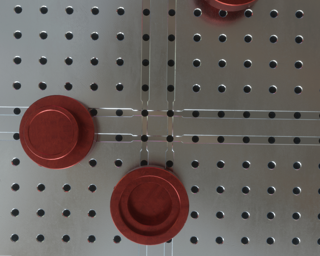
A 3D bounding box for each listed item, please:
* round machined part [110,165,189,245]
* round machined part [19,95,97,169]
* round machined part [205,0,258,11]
[{"bbox_3d":[-0.013,0.097,0.405,0.099,0.042,0.097,0,90,0],"label":"round machined part"},{"bbox_3d":[-0.135,0.005,0.404,0.099,0.042,0.097,0,90,0],"label":"round machined part"},{"bbox_3d":[0.093,-0.201,0.405,0.099,0.042,0.097,0,90,0],"label":"round machined part"}]
